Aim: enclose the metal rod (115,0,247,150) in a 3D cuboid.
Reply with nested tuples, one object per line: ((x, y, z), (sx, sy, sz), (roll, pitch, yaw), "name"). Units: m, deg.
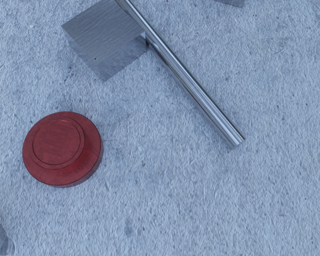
((0.016, -0.094, 0.442), (0.025, 0.025, 0.299), (-33, 74, -12), "metal rod")

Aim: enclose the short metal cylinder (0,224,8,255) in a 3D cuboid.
((-0.221, 0.136, 0.342), (0.081, 0.050, 0.080), (0, 70, 0), "short metal cylinder")

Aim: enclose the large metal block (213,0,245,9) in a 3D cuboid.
((0.107, -0.246, 0.486), (0.080, 0.050, 0.080), (19, 71, 6), "large metal block")

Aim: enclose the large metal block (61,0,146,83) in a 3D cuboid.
((-0.077, -0.126, 0.440), (0.080, 0.050, 0.080), (-39, 75, -13), "large metal block")

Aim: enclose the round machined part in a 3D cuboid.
((-0.124, 0.023, 0.389), (0.099, 0.042, 0.098), (0, 70, -1), "round machined part")
